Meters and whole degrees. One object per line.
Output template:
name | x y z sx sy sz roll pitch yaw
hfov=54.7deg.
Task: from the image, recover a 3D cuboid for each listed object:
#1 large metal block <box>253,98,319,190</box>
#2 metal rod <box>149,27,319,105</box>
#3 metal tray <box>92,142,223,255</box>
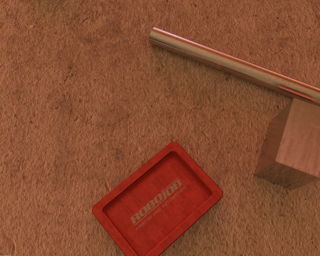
large metal block | 0.160 0.022 0.373 0.050 0.080 0.080 21 71 7
metal rod | 0.126 -0.080 0.438 0.301 0.025 0.025 23 72 7
metal tray | -0.002 0.090 0.372 0.130 0.030 0.090 -39 75 -13
